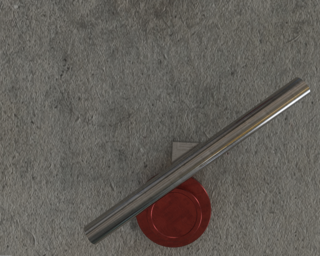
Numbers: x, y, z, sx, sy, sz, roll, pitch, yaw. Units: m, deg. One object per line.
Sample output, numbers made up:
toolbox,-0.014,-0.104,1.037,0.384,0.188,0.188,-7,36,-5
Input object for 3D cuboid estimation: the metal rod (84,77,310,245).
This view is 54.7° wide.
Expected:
metal rod,0.042,0.038,0.360,0.301,0.025,0.025,-35,90,0

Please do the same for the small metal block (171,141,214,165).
small metal block,0.040,0.030,0.398,0.050,0.050,0.025,3,90,0

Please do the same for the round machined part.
round machined part,0.018,0.107,0.402,0.099,0.042,0.097,0,90,0
